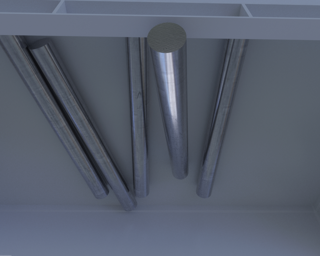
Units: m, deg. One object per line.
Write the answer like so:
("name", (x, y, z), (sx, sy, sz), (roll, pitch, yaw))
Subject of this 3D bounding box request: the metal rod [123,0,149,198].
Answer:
("metal rod", (-0.026, -0.012, 0.398), (0.025, 0.025, 0.298), (1, 130, -1))

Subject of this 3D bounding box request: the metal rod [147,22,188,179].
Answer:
("metal rod", (0.018, 0.004, 0.333), (0.025, 0.025, 0.299), (-5, 155, 3))

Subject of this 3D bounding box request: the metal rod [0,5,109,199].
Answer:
("metal rod", (-0.129, -0.006, 0.401), (0.025, 0.025, 0.299), (-11, 130, 9))

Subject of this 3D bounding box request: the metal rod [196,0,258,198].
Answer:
("metal rod", (0.077, -0.011, 0.401), (0.025, 0.025, 0.298), (2, 130, -2))

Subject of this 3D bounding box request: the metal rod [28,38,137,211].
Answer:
("metal rod", (-0.089, 0.019, 0.424), (0.025, 0.025, 0.299), (-12, 130, 9))
